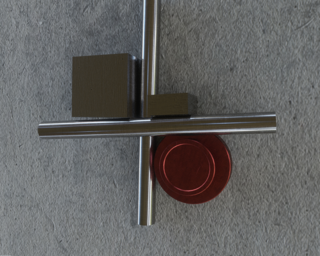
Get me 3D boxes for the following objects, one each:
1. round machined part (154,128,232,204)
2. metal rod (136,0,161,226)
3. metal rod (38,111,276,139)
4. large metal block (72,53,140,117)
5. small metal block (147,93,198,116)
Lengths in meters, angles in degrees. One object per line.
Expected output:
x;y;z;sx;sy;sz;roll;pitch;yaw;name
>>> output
0.038;0.047;0.386;0.098;0.042;0.097;0;90;19;round machined part
-0.015;-0.022;0.414;0.025;0.025;0.298;2;91;19;metal rod
-0.015;-0.001;0.388;0.301;0.025;0.025;-2;90;15;metal rod
-0.070;-0.054;0.420;0.080;0.050;0.079;1;90;19;large metal block
0.017;-0.028;0.390;0.050;0.050;0.025;-1;90;19;small metal block
